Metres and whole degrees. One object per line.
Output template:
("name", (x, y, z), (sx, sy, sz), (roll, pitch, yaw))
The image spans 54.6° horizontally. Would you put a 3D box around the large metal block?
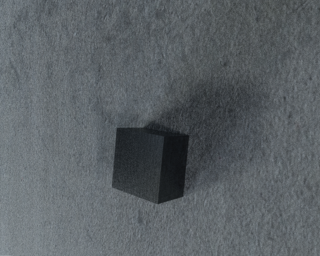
("large metal block", (-0.013, 0.044, 0.401), (0.080, 0.050, 0.080), (9, 96, 39))
